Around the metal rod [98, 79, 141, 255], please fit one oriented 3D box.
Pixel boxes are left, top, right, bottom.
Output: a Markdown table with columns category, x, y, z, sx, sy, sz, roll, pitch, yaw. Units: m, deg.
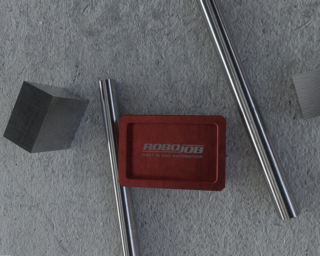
| category | x | y | z | sx | sy | sz | roll | pitch | yaw |
| --- | --- | --- | --- | --- | --- | --- | --- | --- | --- |
| metal rod | -0.052 | 0.082 | 0.426 | 0.025 | 0.025 | 0.298 | -10 | 87 | 19 |

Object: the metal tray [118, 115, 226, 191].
| category | x | y | z | sx | sy | sz | roll | pitch | yaw |
| --- | --- | --- | --- | --- | --- | --- | --- | --- | --- |
| metal tray | 0.015 | 0.029 | 0.388 | 0.131 | 0.030 | 0.089 | 1 | 90 | 10 |

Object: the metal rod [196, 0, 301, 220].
| category | x | y | z | sx | sy | sz | roll | pitch | yaw |
| --- | --- | --- | --- | --- | --- | --- | --- | --- | --- |
| metal rod | 0.100 | -0.040 | 0.373 | 0.025 | 0.025 | 0.299 | -21 | 83 | 18 |

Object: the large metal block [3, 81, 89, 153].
| category | x | y | z | sx | sy | sz | roll | pitch | yaw |
| --- | --- | --- | --- | --- | --- | --- | --- | --- | --- |
| large metal block | -0.156 | -0.014 | 0.433 | 0.050 | 0.080 | 0.080 | 27 | 99 | 17 |

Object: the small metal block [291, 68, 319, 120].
| category | x | y | z | sx | sy | sz | roll | pitch | yaw |
| --- | --- | --- | --- | --- | --- | --- | --- | --- | --- |
| small metal block | 0.180 | -0.040 | 0.346 | 0.050 | 0.025 | 0.050 | -15 | 85 | 19 |
